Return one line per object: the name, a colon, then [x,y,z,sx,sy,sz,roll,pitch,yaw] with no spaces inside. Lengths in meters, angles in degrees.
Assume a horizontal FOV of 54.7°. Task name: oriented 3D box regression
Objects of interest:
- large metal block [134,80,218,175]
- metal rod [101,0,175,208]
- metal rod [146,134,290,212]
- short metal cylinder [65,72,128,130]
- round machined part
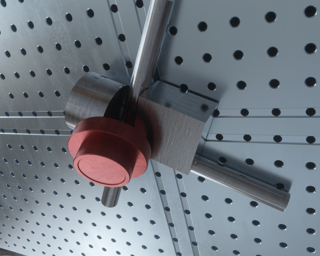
large metal block: [0.016,-0.001,0.380,0.080,0.050,0.079,23,127,13]
metal rod: [-0.036,-0.013,0.396,0.025,0.025,0.298,25,120,12]
metal rod: [0.022,0.037,0.421,0.301,0.025,0.025,22,127,14]
short metal cylinder: [-0.075,-0.025,0.397,0.050,0.080,0.079,23,127,14]
round machined part: [-0.063,0.035,0.369,0.098,0.042,0.097,9,140,8]
